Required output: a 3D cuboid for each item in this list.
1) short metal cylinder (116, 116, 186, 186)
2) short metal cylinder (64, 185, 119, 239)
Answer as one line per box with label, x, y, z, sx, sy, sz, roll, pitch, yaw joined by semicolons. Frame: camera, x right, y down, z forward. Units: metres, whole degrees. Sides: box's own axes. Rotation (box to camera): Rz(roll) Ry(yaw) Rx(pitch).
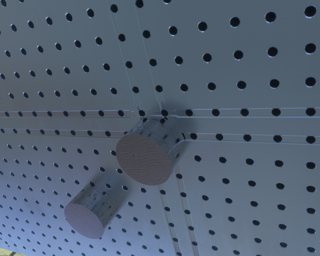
short metal cylinder;-0.012;0.030;0.419;0.080;0.050;0.079;13;124;20
short metal cylinder;-0.120;0.148;0.547;0.080;0.050;0.079;13;124;20
